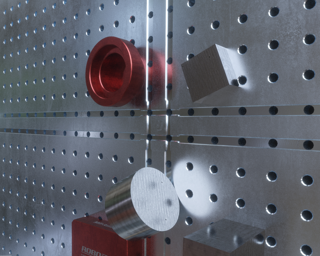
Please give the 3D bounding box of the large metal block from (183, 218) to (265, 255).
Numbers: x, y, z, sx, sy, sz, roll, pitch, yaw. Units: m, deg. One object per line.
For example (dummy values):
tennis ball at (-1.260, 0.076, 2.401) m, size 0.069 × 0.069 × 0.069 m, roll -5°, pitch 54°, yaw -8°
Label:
large metal block at (0.066, 0.148, 0.319) m, size 0.050 × 0.081 × 0.079 m, roll 4°, pitch 93°, yaw 40°

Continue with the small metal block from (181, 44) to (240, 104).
small metal block at (0.058, -0.061, 0.362) m, size 0.050 × 0.025 × 0.050 m, roll -25°, pitch 74°, yaw 37°

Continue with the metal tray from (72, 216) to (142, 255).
metal tray at (-0.085, 0.194, 0.476) m, size 0.130 × 0.030 × 0.089 m, roll 0°, pitch 90°, yaw 40°

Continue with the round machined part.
round machined part at (-0.061, -0.079, 0.449) m, size 0.098 × 0.042 × 0.097 m, roll 0°, pitch 90°, yaw 40°

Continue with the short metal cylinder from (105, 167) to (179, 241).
short metal cylinder at (-0.021, 0.096, 0.391) m, size 0.050 × 0.081 × 0.080 m, roll -33°, pitch 70°, yaw 35°
